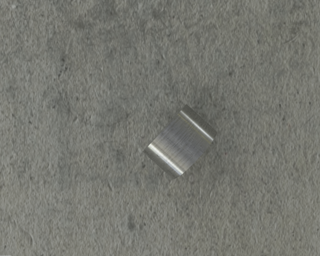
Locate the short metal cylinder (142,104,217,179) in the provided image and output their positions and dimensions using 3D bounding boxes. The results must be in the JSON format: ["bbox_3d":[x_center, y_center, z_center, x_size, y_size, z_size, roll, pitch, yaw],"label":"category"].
[{"bbox_3d":[0.024,0.016,0.383,0.050,0.080,0.080,42,90,-1],"label":"short metal cylinder"}]
